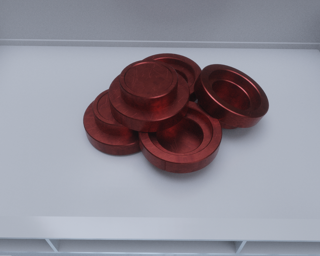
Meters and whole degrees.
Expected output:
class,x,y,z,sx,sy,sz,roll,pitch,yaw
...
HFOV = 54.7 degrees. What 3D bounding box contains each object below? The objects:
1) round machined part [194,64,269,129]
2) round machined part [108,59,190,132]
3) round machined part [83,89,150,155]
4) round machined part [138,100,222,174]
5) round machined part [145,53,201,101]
class,x,y,z,sx,sy,sz,roll,pitch,yaw
round machined part,0.089,-0.037,0.410,0.099,0.042,0.098,14,45,-15
round machined part,-0.013,-0.046,0.374,0.099,0.042,0.098,0,50,0
round machined part,-0.050,-0.016,0.403,0.099,0.042,0.098,0,50,0
round machined part,0.024,0.014,0.380,0.099,0.042,0.098,0,50,0
round machined part,0.011,-0.060,0.443,0.099,0.042,0.098,0,50,0
